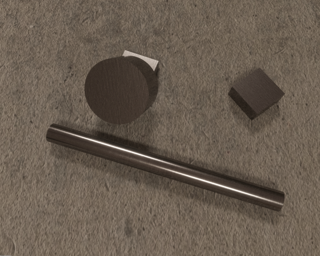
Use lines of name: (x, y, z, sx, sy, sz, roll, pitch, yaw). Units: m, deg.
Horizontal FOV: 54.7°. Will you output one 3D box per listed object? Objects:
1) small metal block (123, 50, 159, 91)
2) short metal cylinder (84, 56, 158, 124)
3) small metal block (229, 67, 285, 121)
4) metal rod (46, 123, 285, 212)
small metal block: (-0.034, -0.075, 0.435, 0.050, 0.025, 0.050, 19, 71, 6)
short metal cylinder: (-0.047, -0.050, 0.392, 0.080, 0.050, 0.079, 3, 107, 12)
small metal block: (0.132, -0.047, 0.427, 0.050, 0.025, 0.050, -34, 74, -12)
metal rod: (0.002, 0.048, 0.390, 0.301, 0.025, 0.025, 16, 71, 5)
